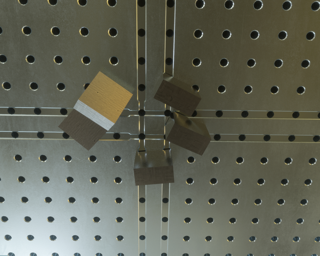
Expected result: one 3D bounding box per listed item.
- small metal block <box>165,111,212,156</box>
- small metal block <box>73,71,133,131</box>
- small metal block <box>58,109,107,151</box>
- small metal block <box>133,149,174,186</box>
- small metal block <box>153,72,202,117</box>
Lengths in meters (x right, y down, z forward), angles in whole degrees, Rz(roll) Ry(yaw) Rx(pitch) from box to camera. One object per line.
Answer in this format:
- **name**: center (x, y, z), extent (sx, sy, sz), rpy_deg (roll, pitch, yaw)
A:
- **small metal block**: center (0.035, 0.006, 0.403), extent (0.050, 0.050, 0.025), rpy_deg (24, 108, -9)
- **small metal block**: center (-0.070, -0.033, 0.385), extent (0.050, 0.050, 0.025), rpy_deg (35, 147, -12)
- **small metal block**: center (-0.096, -0.007, 0.410), extent (0.050, 0.025, 0.050), rpy_deg (42, 105, -14)
- **small metal block**: center (-0.008, 0.052, 0.419), extent (0.050, 0.050, 0.025), rpy_deg (-5, 110, 1)
- **small metal block**: center (0.020, -0.043, 0.384), extent (0.050, 0.050, 0.025), rpy_deg (26, 108, -10)
